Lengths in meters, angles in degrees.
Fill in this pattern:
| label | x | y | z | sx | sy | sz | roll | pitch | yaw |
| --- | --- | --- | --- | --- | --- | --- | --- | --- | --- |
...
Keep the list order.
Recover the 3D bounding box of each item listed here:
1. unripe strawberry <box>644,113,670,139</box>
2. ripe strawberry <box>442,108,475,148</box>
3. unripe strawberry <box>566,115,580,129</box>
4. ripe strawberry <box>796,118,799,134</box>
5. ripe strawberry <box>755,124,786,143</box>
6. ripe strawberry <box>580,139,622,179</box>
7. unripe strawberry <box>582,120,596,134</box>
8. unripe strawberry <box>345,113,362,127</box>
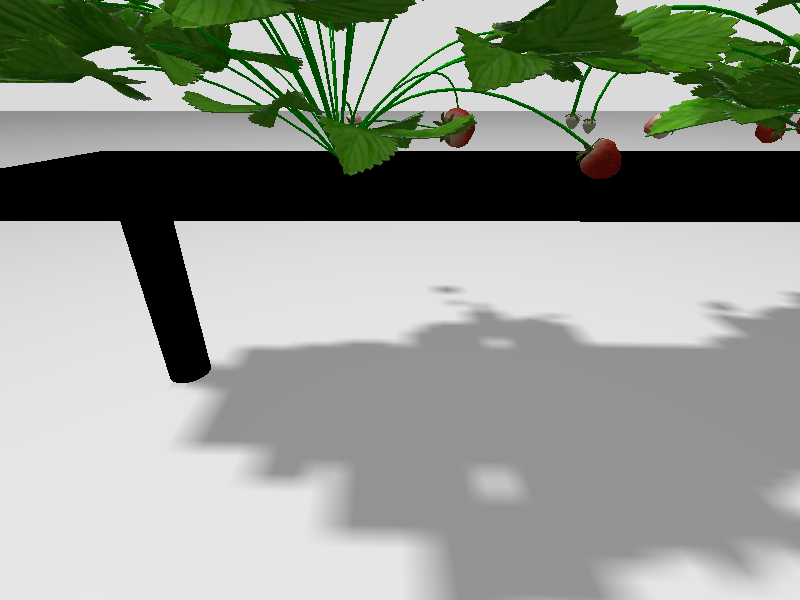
| label | x | y | z | sx | sy | sz | roll | pitch | yaw |
| --- | --- | --- | --- | --- | --- | --- | --- | --- | --- |
| unripe strawberry | 0.315 | -0.212 | 0.488 | 0.033 | 0.029 | 0.030 | -12 | 18 | -22 |
| ripe strawberry | 0.063 | -0.179 | 0.417 | 0.039 | 0.038 | 0.036 | -22 | 34 | -37 |
| unripe strawberry | 0.132 | -0.136 | 0.307 | 0.010 | 0.010 | 0.011 | -1 | 27 | -3 |
| ripe strawberry | 0.509 | -0.216 | 0.490 | 0.038 | 0.040 | 0.041 | 15 | 25 | 27 |
| ripe strawberry | 0.422 | -0.195 | 0.459 | 0.027 | 0.028 | 0.029 | 4 | 26 | 8 |
| ripe strawberry | 0.120 | -0.082 | 0.238 | 0.020 | 0.022 | 0.022 | -37 | -10 | -50 |
| unripe strawberry | 0.165 | -0.151 | 0.350 | 0.011 | 0.011 | 0.010 | 3 | 27 | 7 |
| unripe strawberry | -0.062 | -0.236 | 0.538 | 0.025 | 0.028 | 0.027 | -1 | 26 | -3 |
